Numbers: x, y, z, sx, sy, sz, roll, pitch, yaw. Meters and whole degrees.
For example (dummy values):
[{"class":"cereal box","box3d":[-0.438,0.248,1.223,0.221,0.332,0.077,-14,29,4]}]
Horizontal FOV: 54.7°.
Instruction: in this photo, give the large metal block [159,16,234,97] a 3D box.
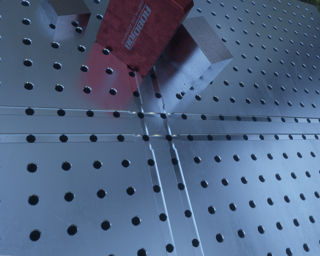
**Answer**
[{"class":"large metal block","box3d":[0.049,-0.107,0.467,0.050,0.080,0.080,-23,74,-37]}]

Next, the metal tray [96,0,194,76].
[{"class":"metal tray","box3d":[-0.026,-0.141,0.415,0.090,0.129,0.030,37,51,-4]}]

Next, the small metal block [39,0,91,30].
[{"class":"small metal block","box3d":[-0.135,-0.171,0.441,0.050,0.025,0.050,-22,74,-36]}]
